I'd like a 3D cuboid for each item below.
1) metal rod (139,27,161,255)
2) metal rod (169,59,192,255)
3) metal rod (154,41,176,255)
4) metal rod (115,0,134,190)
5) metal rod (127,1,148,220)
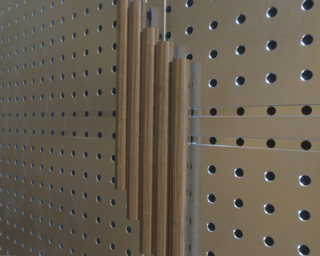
[{"bbox_3d":[-0.013,0.018,0.417,0.025,0.025,0.298,1,91,39],"label":"metal rod"},{"bbox_3d":[0.025,0.066,0.386,0.025,0.025,0.298,1,91,39],"label":"metal rod"},{"bbox_3d":[0.006,0.040,0.402,0.025,0.025,0.298,1,91,39],"label":"metal rod"},{"bbox_3d":[-0.051,-0.061,0.449,0.025,0.025,0.298,1,91,39],"label":"metal rod"},{"bbox_3d":[-0.032,-0.023,0.432,0.025,0.025,0.298,1,91,39],"label":"metal rod"}]
